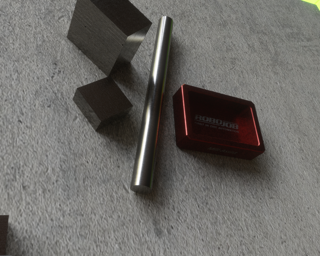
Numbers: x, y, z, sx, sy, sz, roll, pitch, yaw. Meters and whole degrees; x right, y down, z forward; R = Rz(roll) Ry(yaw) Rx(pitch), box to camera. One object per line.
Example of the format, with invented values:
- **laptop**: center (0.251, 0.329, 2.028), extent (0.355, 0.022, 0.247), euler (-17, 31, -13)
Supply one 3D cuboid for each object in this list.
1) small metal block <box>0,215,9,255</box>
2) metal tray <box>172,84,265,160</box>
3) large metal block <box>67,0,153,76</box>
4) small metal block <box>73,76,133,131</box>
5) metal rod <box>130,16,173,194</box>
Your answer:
- **small metal block**: center (-0.157, 0.101, 0.258), extent (0.050, 0.025, 0.050), euler (7, 59, -25)
- **metal tray**: center (0.085, -0.007, 0.452), extent (0.131, 0.030, 0.090), euler (11, 57, -23)
- **large metal block**: center (-0.069, -0.130, 0.412), extent (0.080, 0.080, 0.050), euler (44, 51, 2)
- **small metal block**: center (-0.071, -0.031, 0.386), extent (0.050, 0.025, 0.050), euler (-30, 79, -38)
- **metal rod**: center (-0.006, -0.053, 0.434), extent (0.025, 0.025, 0.300), euler (19, 54, -17)
